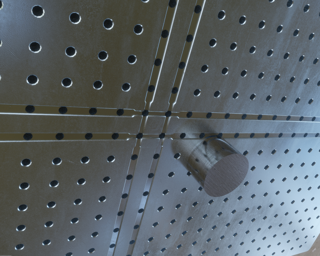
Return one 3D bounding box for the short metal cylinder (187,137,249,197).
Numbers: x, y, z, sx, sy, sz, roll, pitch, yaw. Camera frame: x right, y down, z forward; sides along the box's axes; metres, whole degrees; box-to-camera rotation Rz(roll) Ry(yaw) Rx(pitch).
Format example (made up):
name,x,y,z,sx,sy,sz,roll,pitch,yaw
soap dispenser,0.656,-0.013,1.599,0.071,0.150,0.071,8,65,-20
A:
name,x,y,z,sx,sy,sz,roll,pitch,yaw
short metal cylinder,0.090,0.060,0.484,0.081,0.050,0.079,-14,124,-21
